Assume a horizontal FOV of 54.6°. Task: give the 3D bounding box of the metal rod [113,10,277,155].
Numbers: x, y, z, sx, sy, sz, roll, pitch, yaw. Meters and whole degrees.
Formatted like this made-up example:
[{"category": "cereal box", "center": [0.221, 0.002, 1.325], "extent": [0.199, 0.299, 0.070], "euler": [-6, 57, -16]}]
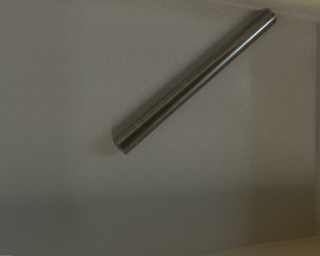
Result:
[{"category": "metal rod", "center": [0.058, -0.071, 0.431], "extent": [0.301, 0.025, 0.025], "euler": [-41, 103, -15]}]
